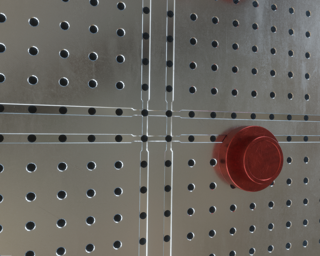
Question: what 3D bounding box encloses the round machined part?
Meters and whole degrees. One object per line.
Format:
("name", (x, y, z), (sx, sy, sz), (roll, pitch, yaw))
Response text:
("round machined part", (0.140, 0.045, 0.455), (0.099, 0.042, 0.097), (0, 90, -20))
